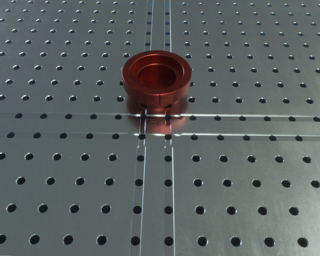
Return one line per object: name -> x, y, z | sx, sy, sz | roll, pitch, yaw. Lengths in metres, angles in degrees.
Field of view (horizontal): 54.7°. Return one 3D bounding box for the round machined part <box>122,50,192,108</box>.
round machined part -> -0.005, -0.067, 0.453 | 0.099, 0.042, 0.098 | 0, 50, 0
